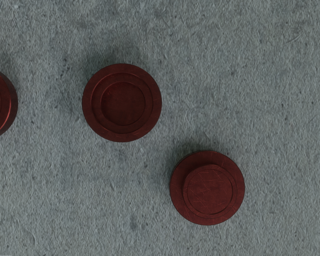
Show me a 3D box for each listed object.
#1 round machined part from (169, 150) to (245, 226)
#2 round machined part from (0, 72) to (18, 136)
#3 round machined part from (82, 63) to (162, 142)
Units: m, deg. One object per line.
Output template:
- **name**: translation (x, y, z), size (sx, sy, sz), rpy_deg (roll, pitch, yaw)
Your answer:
- **round machined part**: translation (0.062, 0.078, 0.402), size (0.099, 0.042, 0.097), rpy_deg (0, 90, 0)
- **round machined part**: translation (-0.232, -0.031, 0.400), size (0.099, 0.042, 0.097), rpy_deg (0, 90, 0)
- **round machined part**: translation (-0.047, -0.031, 0.401), size (0.099, 0.042, 0.097), rpy_deg (0, 90, 0)
